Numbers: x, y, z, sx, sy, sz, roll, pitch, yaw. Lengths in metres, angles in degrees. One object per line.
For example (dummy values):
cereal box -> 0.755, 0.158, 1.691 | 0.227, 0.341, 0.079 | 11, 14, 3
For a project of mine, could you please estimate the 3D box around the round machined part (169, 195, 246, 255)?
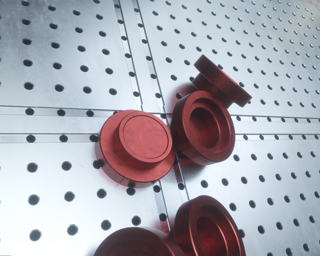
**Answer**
round machined part -> 0.047, 0.126, 0.333 | 0.098, 0.042, 0.098 | 35, 37, -32

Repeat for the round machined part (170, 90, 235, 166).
round machined part -> 0.053, 0.002, 0.416 | 0.099, 0.042, 0.098 | 16, 63, -35

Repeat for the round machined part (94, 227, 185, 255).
round machined part -> -0.015, 0.141, 0.281 | 0.042, 0.098, 0.098 | 29, 40, -58

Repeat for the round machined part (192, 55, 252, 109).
round machined part -> 0.087, -0.063, 0.465 | 0.098, 0.042, 0.098 | 38, 16, -12

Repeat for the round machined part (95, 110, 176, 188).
round machined part -> -0.024, 0.019, 0.374 | 0.099, 0.042, 0.098 | 14, 56, -21
